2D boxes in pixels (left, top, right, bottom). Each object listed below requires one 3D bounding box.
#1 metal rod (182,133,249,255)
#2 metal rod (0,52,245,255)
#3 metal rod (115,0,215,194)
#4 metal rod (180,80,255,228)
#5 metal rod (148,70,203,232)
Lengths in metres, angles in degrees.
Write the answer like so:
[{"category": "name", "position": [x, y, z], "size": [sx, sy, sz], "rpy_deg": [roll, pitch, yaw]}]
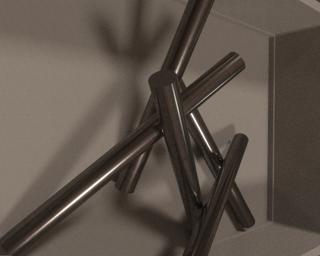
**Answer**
[{"category": "metal rod", "position": [0.074, 0.094, 0.401], "size": [0.301, 0.025, 0.025], "rpy_deg": [-50, 122, -50]}, {"category": "metal rod", "position": [-0.027, 0.018, 0.320], "size": [0.301, 0.025, 0.025], "rpy_deg": [-39, 116, -11]}, {"category": "metal rod", "position": [0.013, -0.061, 0.339], "size": [0.025, 0.025, 0.298], "rpy_deg": [11, 109, -40]}, {"category": "metal rod", "position": [0.083, 0.046, 0.479], "size": [0.025, 0.025, 0.299], "rpy_deg": [-46, 118, -31]}, {"category": "metal rod", "position": [0.033, 0.063, 0.364], "size": [0.025, 0.025, 0.299], "rpy_deg": [-48, 141, -29]}]
